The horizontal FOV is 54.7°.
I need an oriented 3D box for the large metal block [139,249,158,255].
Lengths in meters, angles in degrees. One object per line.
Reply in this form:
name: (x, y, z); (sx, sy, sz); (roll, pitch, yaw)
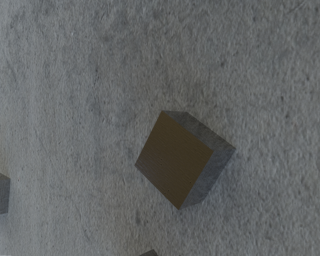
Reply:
large metal block: (-0.021, 0.223, 0.404); (0.080, 0.050, 0.080); (47, 118, 29)

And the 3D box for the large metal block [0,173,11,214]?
large metal block: (-0.386, 0.146, 0.702); (0.080, 0.050, 0.079); (12, 98, 39)

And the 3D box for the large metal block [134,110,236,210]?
large metal block: (0.027, 0.035, 0.365); (0.080, 0.050, 0.079); (40, 114, 32)
